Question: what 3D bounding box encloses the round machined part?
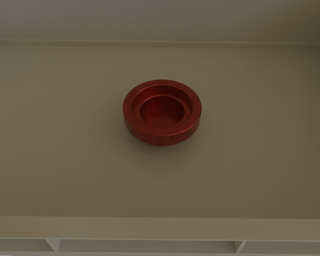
[{"bbox_3d":[0.003,-0.015,0.402,0.099,0.042,0.098,0,50,0],"label":"round machined part"}]
